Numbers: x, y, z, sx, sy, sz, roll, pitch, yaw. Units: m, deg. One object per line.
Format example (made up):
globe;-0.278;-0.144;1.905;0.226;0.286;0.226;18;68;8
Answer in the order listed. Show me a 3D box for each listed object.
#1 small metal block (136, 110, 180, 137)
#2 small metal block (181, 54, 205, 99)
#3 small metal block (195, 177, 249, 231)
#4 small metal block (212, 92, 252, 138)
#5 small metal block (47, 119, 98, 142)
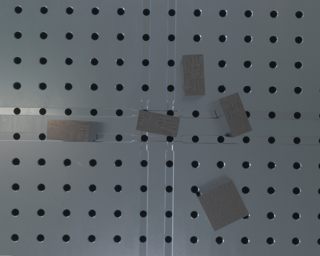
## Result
small metal block;-0.002;-0.005;0.401;0.050;0.050;0.025;10;90;0
small metal block;0.041;-0.064;0.401;0.025;0.050;0.050;-3;90;0
small metal block;0.082;0.101;0.414;0.050;0.025;0.050;-26;90;0
small metal block;0.092;-0.016;0.401;0.025;0.050;0.050;-21;90;0
small metal block;-0.111;0.003;0.400;0.050;0.050;0.025;3;90;0
